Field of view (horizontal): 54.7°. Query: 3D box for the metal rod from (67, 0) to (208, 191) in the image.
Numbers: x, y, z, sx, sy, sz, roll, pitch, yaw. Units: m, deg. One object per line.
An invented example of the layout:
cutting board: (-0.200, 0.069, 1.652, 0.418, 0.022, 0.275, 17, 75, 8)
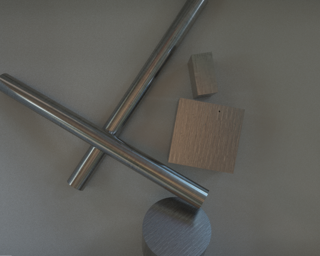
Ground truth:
metal rod: (-0.029, -0.049, 0.411, 0.025, 0.025, 0.299, 34, 90, -1)

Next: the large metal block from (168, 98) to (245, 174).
large metal block: (0.056, 0.009, 0.400, 0.080, 0.050, 0.080, 10, 90, -1)

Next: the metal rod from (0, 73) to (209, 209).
metal rod: (-0.078, 0.011, 0.385, 0.301, 0.025, 0.025, 29, 90, 9)

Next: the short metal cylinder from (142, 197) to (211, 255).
short metal cylinder: (0.018, 0.132, 0.379, 0.081, 0.050, 0.080, 2, 47, -2)

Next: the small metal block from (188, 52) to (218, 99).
small metal block: (0.054, -0.066, 0.400, 0.025, 0.050, 0.050, -9, 90, 0)
